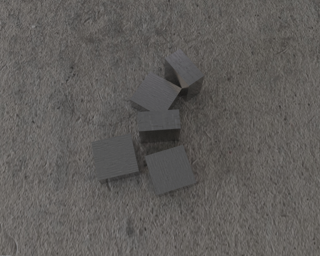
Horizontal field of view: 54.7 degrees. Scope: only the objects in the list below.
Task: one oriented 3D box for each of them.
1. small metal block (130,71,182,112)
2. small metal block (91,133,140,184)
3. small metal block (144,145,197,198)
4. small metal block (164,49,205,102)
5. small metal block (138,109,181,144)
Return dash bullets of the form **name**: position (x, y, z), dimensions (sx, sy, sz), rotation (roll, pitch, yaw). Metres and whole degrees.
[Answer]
- **small metal block**: position (-0.005, -0.041, 0.423), dimensions (0.050, 0.025, 0.050), rotation (30, 73, 10)
- **small metal block**: position (-0.056, 0.039, 0.393), dimensions (0.050, 0.025, 0.050), rotation (-13, 71, -5)
- **small metal block**: position (0.012, 0.054, 0.388), dimensions (0.050, 0.025, 0.050), rotation (-16, 71, -6)
- **small metal block**: position (0.031, -0.070, 0.420), dimensions (0.025, 0.050, 0.050), rotation (-35, 74, -12)
- **small metal block**: position (-0.001, -0.001, 0.395), dimensions (0.050, 0.050, 0.025), rotation (-4, 70, -2)
